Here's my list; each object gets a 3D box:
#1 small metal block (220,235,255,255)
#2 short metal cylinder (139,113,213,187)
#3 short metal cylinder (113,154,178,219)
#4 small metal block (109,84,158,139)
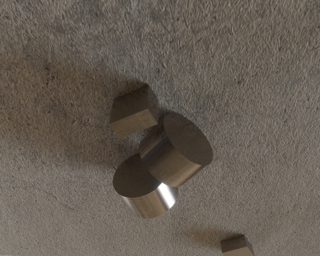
[{"bbox_3d":[0.154,0.241,0.616,0.050,0.025,0.050,-23,127,18],"label":"small metal block"},{"bbox_3d":[0.021,0.028,0.395,0.080,0.080,0.050,30,124,-24],"label":"short metal cylinder"},{"bbox_3d":[-0.019,0.080,0.439,0.080,0.080,0.050,-14,129,11],"label":"short metal cylinder"},{"bbox_3d":[-0.030,-0.021,0.373,0.050,0.050,0.025,-21,127,16],"label":"small metal block"}]
